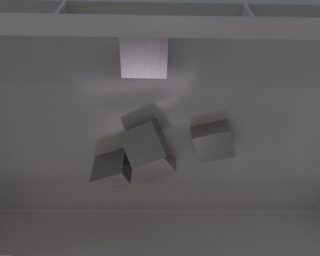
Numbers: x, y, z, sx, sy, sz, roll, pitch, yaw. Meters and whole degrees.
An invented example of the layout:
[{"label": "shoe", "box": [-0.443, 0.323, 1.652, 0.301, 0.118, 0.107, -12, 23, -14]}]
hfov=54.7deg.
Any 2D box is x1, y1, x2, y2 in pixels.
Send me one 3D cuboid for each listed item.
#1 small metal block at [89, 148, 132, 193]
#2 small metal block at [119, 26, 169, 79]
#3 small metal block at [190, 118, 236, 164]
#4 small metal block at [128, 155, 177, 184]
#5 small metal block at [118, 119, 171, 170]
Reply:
[{"label": "small metal block", "box": [-0.069, 0.060, 0.443, 0.050, 0.050, 0.025, -18, 128, 14]}, {"label": "small metal block", "box": [-0.017, -0.082, 0.339, 0.050, 0.025, 0.050, 1, 130, -1]}, {"label": "small metal block", "box": [0.073, 0.019, 0.426, 0.050, 0.025, 0.050, -14, 129, 11]}, {"label": "small metal block", "box": [-0.011, 0.050, 0.451, 0.050, 0.025, 0.050, -26, 126, 20]}, {"label": "small metal block", "box": [-0.020, 0.021, 0.410, 0.050, 0.025, 0.050, -23, 90, 18]}]
